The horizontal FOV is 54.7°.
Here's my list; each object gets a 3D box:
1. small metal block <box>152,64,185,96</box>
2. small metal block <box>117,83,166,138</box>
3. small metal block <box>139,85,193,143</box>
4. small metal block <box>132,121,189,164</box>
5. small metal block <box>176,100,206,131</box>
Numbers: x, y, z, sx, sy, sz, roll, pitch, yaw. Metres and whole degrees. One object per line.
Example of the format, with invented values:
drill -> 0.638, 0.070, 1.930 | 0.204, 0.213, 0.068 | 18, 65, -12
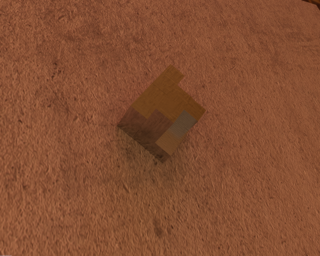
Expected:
small metal block -> 0.002, -0.052, 0.423 | 0.025, 0.050, 0.050 | 40, 51, -2
small metal block -> -0.023, -0.021, 0.391 | 0.025, 0.050, 0.050 | 40, 51, -2
small metal block -> 0.007, -0.017, 0.372 | 0.025, 0.050, 0.050 | 40, 51, -2
small metal block -> 0.001, 0.009, 0.402 | 0.050, 0.025, 0.050 | 40, 51, -1
small metal block -> 0.025, -0.020, 0.416 | 0.050, 0.050, 0.025 | 40, 51, -2
